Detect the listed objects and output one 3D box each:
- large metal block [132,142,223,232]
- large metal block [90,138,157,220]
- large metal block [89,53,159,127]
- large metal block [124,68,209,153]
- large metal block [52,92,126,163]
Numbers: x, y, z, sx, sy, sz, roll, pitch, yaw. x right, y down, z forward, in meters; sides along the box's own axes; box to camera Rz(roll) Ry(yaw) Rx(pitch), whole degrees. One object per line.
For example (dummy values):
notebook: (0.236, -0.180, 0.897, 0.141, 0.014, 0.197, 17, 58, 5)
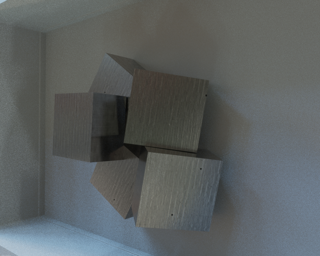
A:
large metal block: (0.016, 0.064, 0.345, 0.050, 0.081, 0.079, -138, 57, -76)
large metal block: (-0.039, 0.060, 0.415, 0.080, 0.050, 0.079, 37, 112, 33)
large metal block: (-0.050, -0.045, 0.428, 0.080, 0.050, 0.080, 43, 116, 31)
large metal block: (0.005, -0.021, 0.355, 0.081, 0.050, 0.079, 8, 97, -6)
large metal block: (-0.091, -0.002, 0.394, 0.080, 0.050, 0.079, 4, 91, 40)
